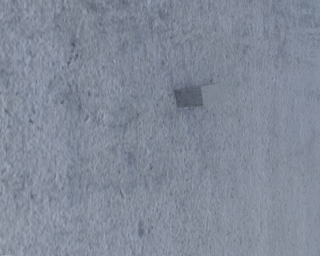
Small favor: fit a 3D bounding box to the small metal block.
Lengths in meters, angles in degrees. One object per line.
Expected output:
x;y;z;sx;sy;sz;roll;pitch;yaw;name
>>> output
0.057;-0.047;0.435;0.050;0.050;0.025;-18;102;-39;small metal block
